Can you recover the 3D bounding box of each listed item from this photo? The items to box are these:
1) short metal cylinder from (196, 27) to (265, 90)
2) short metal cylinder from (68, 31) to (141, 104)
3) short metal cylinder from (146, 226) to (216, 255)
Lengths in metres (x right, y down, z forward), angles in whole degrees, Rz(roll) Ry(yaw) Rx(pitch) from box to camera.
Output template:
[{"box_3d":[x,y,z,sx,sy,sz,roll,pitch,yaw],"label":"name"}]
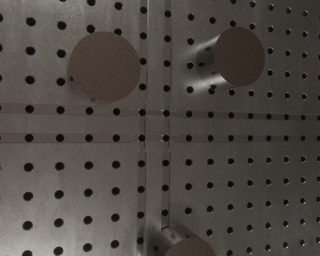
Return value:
[{"box_3d":[0.099,-0.096,0.437,0.081,0.050,0.079,0,90,-21],"label":"short metal cylinder"},{"box_3d":[-0.069,-0.070,0.374,0.081,0.050,0.079,0,90,-21],"label":"short metal cylinder"},{"box_3d":[0.028,0.177,0.411,0.081,0.050,0.079,0,90,-21],"label":"short metal cylinder"}]
